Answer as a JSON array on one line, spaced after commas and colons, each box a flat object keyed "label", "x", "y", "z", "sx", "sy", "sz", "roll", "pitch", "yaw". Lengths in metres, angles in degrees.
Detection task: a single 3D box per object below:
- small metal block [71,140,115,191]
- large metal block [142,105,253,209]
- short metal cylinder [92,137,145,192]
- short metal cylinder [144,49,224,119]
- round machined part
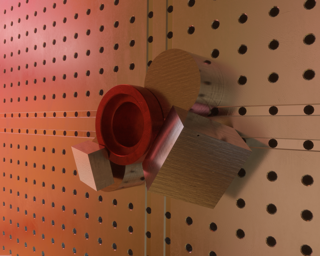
[{"label": "small metal block", "x": -0.087, "y": 0.047, "z": 0.400, "sx": 0.050, "sy": 0.025, "sz": 0.050, "roll": 13, "pitch": 118, "yaw": 51}, {"label": "large metal block", "x": 0.036, "y": 0.032, "z": 0.335, "sx": 0.080, "sy": 0.081, "sz": 0.050, "roll": -62, "pitch": 21, "yaw": 21}, {"label": "short metal cylinder", "x": -0.059, "y": 0.047, "z": 0.441, "sx": 0.080, "sy": 0.050, "sz": 0.079, "roll": 0, "pitch": 90, "yaw": 40}, {"label": "short metal cylinder", "x": 0.028, "y": -0.050, "z": 0.370, "sx": 0.080, "sy": 0.050, "sz": 0.079, "roll": 0, "pitch": 90, "yaw": 40}, {"label": "round machined part", "x": -0.033, "y": -0.004, "z": 0.387, "sx": 0.098, "sy": 0.042, "sz": 0.097, "roll": 0, "pitch": 90, "yaw": 40}]
